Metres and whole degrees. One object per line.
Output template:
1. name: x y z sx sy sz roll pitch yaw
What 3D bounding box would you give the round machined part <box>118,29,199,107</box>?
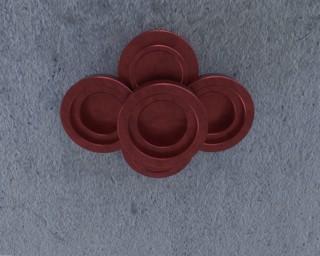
1. round machined part: -0.002 -0.068 0.377 0.099 0.042 0.097 0 110 -1

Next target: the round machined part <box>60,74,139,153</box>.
1. round machined part: -0.071 -0.021 0.393 0.099 0.042 0.097 0 110 -1

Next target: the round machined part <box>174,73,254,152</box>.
1. round machined part: 0.065 -0.022 0.395 0.099 0.042 0.097 0 110 -1

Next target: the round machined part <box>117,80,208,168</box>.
1. round machined part: 0.003 -0.007 0.354 0.099 0.042 0.097 0 111 -1

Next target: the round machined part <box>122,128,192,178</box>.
1. round machined part: -0.003 0.024 0.411 0.099 0.042 0.097 0 110 -1
